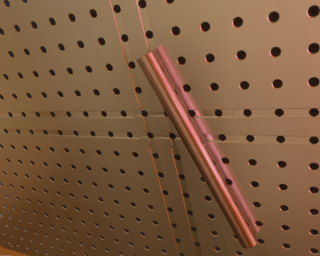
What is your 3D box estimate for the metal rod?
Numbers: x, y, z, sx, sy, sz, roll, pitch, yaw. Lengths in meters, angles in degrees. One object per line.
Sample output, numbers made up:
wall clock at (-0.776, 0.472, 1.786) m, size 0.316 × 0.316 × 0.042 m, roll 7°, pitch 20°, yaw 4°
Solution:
metal rod at (0.055, 0.038, 0.405) m, size 0.025 × 0.025 × 0.299 m, roll -19°, pitch 109°, yaw 35°
